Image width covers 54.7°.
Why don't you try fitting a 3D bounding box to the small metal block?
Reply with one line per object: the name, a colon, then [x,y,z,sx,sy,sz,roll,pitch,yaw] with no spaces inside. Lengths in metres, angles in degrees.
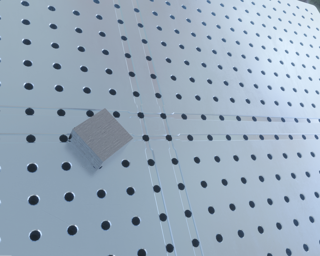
small metal block: [-0.069,0.012,0.364,0.050,0.025,0.050,47,51,4]
